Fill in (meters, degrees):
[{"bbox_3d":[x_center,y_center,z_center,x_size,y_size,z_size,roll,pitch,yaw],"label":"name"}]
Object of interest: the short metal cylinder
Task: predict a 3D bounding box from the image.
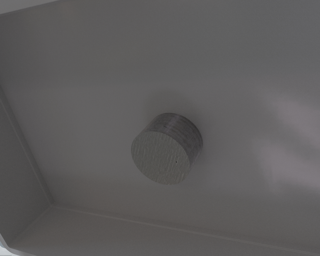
[{"bbox_3d":[0.010,0.027,0.405,0.080,0.050,0.080,13,124,21],"label":"short metal cylinder"}]
